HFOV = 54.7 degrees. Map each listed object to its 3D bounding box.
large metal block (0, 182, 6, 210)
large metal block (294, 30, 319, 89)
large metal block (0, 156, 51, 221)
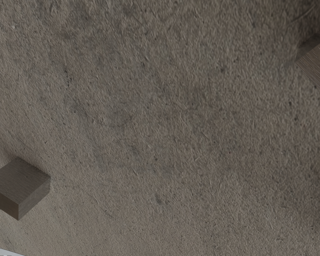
[{"bbox_3d":[-0.397,0.147,0.691,0.080,0.050,0.079,31,129,8],"label":"large metal block"},{"bbox_3d":[0.176,-0.060,0.260,0.080,0.050,0.080,45,129,-4],"label":"large metal block"},{"bbox_3d":[-0.266,0.111,0.581,0.080,0.080,0.050,28,128,10],"label":"large metal block"}]
